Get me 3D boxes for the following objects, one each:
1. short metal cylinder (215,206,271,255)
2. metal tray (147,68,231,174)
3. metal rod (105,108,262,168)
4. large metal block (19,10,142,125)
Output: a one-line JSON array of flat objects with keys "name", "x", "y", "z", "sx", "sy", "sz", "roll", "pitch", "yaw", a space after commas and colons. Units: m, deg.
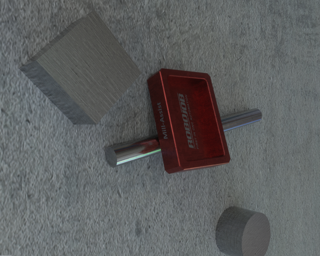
[{"name": "short metal cylinder", "x": 0.137, "y": 0.173, "z": 0.507, "sx": 0.081, "sy": 0.050, "sz": 0.079, "roll": 0, "pitch": 90, "yaw": -40}, {"name": "metal tray", "x": 0.039, "y": -0.010, "z": 0.409, "sx": 0.091, "sy": 0.030, "sz": 0.129, "roll": -2, "pitch": 75, "yaw": -37}, {"name": "metal rod", "x": 0.057, "y": 0.006, "z": 0.454, "sx": 0.302, "sy": 0.025, "sz": 0.025, "roll": -14, "pitch": 99, "yaw": -39}, {"name": "large metal block", "x": -0.080, "y": -0.060, "z": 0.323, "sx": 0.080, "sy": 0.050, "sz": 0.080, "roll": 52, "pitch": 60, "yaw": -28}]
